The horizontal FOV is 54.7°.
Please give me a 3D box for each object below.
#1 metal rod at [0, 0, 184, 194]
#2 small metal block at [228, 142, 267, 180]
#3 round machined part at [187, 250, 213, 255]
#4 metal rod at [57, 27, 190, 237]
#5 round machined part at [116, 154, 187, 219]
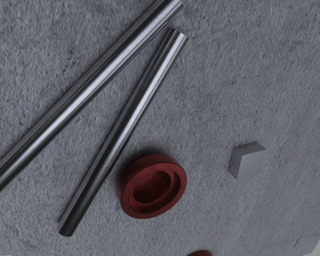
[{"bbox_3d":[-0.090,-0.032,0.337,0.300,0.025,0.025,-45,129,3],"label":"metal rod"},{"bbox_3d":[0.146,0.055,0.521,0.050,0.025,0.050,-11,123,-23],"label":"small metal block"},{"bbox_3d":[0.075,0.297,0.621,0.099,0.042,0.097,-14,124,-21],"label":"round machined part"},{"bbox_3d":[-0.053,0.015,0.387,0.025,0.025,0.299,21,107,-36],"label":"metal rod"},{"bbox_3d":[-0.015,0.077,0.435,0.099,0.042,0.097,-14,124,-21],"label":"round machined part"}]
